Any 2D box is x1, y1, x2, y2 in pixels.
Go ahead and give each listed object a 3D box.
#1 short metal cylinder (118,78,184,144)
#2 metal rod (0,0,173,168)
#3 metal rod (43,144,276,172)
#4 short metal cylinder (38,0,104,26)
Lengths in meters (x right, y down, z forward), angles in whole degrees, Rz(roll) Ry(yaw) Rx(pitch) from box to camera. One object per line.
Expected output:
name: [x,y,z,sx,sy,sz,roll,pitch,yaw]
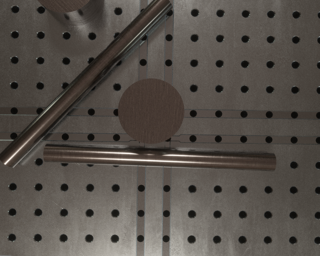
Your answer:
short metal cylinder: [-0.011,-0.021,0.401,0.081,0.050,0.079,0,90,-1]
metal rod: [-0.098,-0.063,0.412,0.025,0.025,0.300,45,89,-1]
metal rod: [0.001,0.040,0.413,0.302,0.025,0.025,2,90,-1]
short metal cylinder: [-0.117,-0.179,0.399,0.081,0.050,0.079,0,90,-1]
